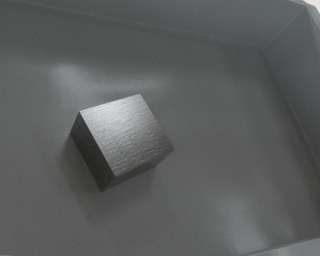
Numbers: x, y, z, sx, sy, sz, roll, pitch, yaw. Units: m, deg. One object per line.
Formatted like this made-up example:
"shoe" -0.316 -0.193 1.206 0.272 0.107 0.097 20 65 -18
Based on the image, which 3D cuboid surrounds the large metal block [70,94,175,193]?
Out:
"large metal block" -0.044 0.015 0.358 0.081 0.050 0.080 -22 74 -36
